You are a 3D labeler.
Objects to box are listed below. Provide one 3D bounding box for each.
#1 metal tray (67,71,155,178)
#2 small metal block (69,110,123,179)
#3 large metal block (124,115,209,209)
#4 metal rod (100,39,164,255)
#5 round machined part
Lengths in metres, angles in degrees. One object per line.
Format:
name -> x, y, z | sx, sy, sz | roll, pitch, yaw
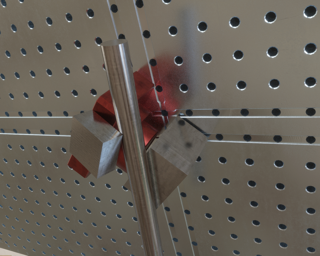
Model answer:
metal tray -> -0.064, -0.003, 0.399 | 0.030, 0.090, 0.129 | 37, 129, 3
small metal block -> -0.070, 0.017, 0.330 | 0.050, 0.025, 0.050 | 37, 130, 27
large metal block -> 0.009, 0.043, 0.392 | 0.050, 0.080, 0.080 | 37, 129, 3
metal rod -> -0.024, 0.052, 0.351 | 0.025, 0.025, 0.298 | 6, 122, 24
round machined part -> -0.038, 0.019, 0.400 | 0.042, 0.098, 0.097 | 36, 129, 4
